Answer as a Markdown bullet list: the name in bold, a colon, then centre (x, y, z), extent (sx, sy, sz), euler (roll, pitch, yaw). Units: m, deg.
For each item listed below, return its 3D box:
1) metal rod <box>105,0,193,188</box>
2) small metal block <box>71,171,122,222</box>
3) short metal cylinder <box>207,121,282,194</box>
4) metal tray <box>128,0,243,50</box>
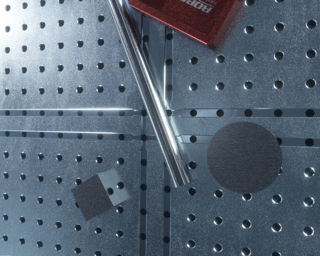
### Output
- **metal rod**: centre (-0.021, -0.066, 0.419), extent (0.025, 0.025, 0.299), euler (-23, 83, 18)
- **small metal block**: centre (-0.091, 0.097, 0.443), extent (0.050, 0.025, 0.050), euler (-32, 80, 17)
- **short metal cylinder**: centre (0.100, 0.032, 0.364), extent (0.080, 0.050, 0.079), euler (0, 90, 19)
- **metal tray**: centre (0.034, -0.170, 0.397), extent (0.130, 0.030, 0.090), euler (32, 100, 16)
